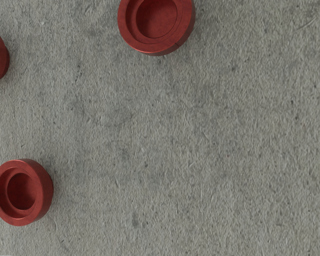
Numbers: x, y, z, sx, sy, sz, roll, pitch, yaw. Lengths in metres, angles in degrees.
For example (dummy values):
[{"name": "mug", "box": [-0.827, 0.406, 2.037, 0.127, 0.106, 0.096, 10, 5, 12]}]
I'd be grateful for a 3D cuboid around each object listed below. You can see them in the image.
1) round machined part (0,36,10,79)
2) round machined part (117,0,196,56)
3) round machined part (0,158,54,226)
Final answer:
[{"name": "round machined part", "box": [-0.286, -0.112, 0.501, 0.098, 0.042, 0.097, 0, 90, 20]}, {"name": "round machined part", "box": [-0.002, -0.141, 0.400, 0.098, 0.042, 0.097, 0, 90, 20]}, {"name": "round machined part", "box": [-0.203, 0.095, 0.472, 0.098, 0.042, 0.097, 0, 90, 20]}]
